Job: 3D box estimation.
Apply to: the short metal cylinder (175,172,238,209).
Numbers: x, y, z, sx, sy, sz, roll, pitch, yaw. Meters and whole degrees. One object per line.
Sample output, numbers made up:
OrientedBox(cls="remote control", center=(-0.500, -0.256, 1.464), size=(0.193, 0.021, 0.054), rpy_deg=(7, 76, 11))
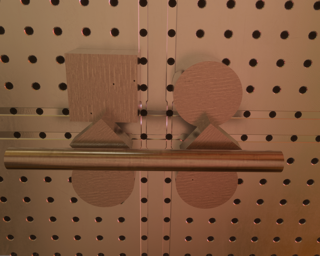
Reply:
OrientedBox(cls="short metal cylinder", center=(0.061, 0.062, 0.423), size=(0.081, 0.050, 0.079), rpy_deg=(0, 110, 0))

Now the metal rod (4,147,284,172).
OrientedBox(cls="metal rod", center=(-0.016, 0.036, 0.346), size=(0.302, 0.025, 0.025), rpy_deg=(1, 110, -1))

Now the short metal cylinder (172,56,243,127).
OrientedBox(cls="short metal cylinder", center=(0.056, -0.046, 0.383), size=(0.081, 0.050, 0.079), rpy_deg=(0, 110, 0))

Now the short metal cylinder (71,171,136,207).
OrientedBox(cls="short metal cylinder", center=(-0.073, 0.059, 0.420), size=(0.081, 0.050, 0.079), rpy_deg=(0, 110, 0))

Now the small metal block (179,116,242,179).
OrientedBox(cls="small metal block", center=(0.059, 0.023, 0.369), size=(0.050, 0.025, 0.050), rpy_deg=(39, 105, -13))

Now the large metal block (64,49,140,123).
OrientedBox(cls="large metal block", center=(-0.066, -0.053, 0.379), size=(0.081, 0.050, 0.079), rpy_deg=(1, 110, -1))

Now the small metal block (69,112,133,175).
OrientedBox(cls="small metal block", center=(-0.068, 0.018, 0.366), size=(0.050, 0.025, 0.050), rpy_deg=(-38, 106, 13))
